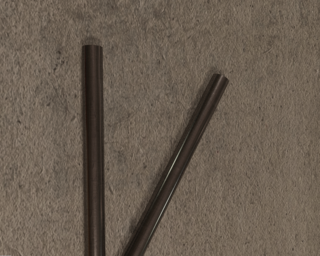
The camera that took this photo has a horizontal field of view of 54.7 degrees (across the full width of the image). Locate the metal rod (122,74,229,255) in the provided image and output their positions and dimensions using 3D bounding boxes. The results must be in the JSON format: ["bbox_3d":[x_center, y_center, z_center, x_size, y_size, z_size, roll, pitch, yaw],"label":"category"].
[{"bbox_3d":[0.019,0.060,0.417,0.025,0.025,0.299,31,80,-18],"label":"metal rod"}]

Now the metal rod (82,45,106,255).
[{"bbox_3d":[-0.081,0.051,0.379,0.025,0.025,0.298,-1,90,-20],"label":"metal rod"}]
